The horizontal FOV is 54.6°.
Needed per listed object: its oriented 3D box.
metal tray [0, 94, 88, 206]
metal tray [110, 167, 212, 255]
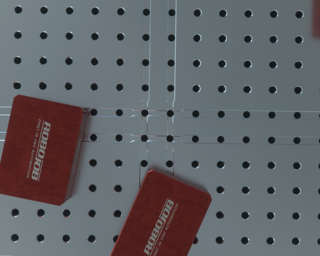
[{"bbox_3d":[-0.155,0.028,0.410,0.090,0.030,0.129,12,90,0],"label":"metal tray"},{"bbox_3d":[0.001,0.128,0.411,0.090,0.030,0.130,24,90,0],"label":"metal tray"}]
